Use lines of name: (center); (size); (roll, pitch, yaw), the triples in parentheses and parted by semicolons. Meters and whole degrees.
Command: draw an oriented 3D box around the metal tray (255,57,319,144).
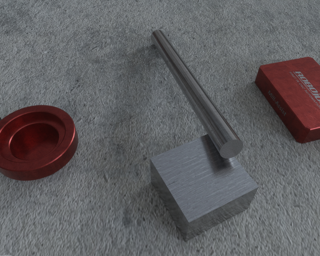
metal tray: (0.206, -0.045, 0.439); (0.091, 0.030, 0.130); (-12, 51, -10)

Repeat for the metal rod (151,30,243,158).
metal rod: (0.034, -0.069, 0.423); (0.025, 0.025, 0.300); (-11, 39, -10)

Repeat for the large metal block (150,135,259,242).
large metal block: (0.044, 0.061, 0.336); (0.081, 0.050, 0.080); (-22, 54, -17)

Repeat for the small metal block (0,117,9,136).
small metal block: (-0.230, -0.018, 0.401); (0.050, 0.050, 0.025); (36, 59, 26)

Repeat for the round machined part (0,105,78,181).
round machined part: (-0.148, 0.021, 0.373); (0.099, 0.042, 0.098); (0, 50, 0)
